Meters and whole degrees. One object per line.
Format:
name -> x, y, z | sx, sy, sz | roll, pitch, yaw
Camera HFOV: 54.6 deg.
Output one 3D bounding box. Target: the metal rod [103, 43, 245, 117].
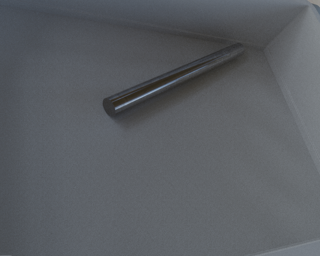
metal rod -> 0.040, -0.085, 0.478 | 0.302, 0.025, 0.025 | -30, 78, -38
